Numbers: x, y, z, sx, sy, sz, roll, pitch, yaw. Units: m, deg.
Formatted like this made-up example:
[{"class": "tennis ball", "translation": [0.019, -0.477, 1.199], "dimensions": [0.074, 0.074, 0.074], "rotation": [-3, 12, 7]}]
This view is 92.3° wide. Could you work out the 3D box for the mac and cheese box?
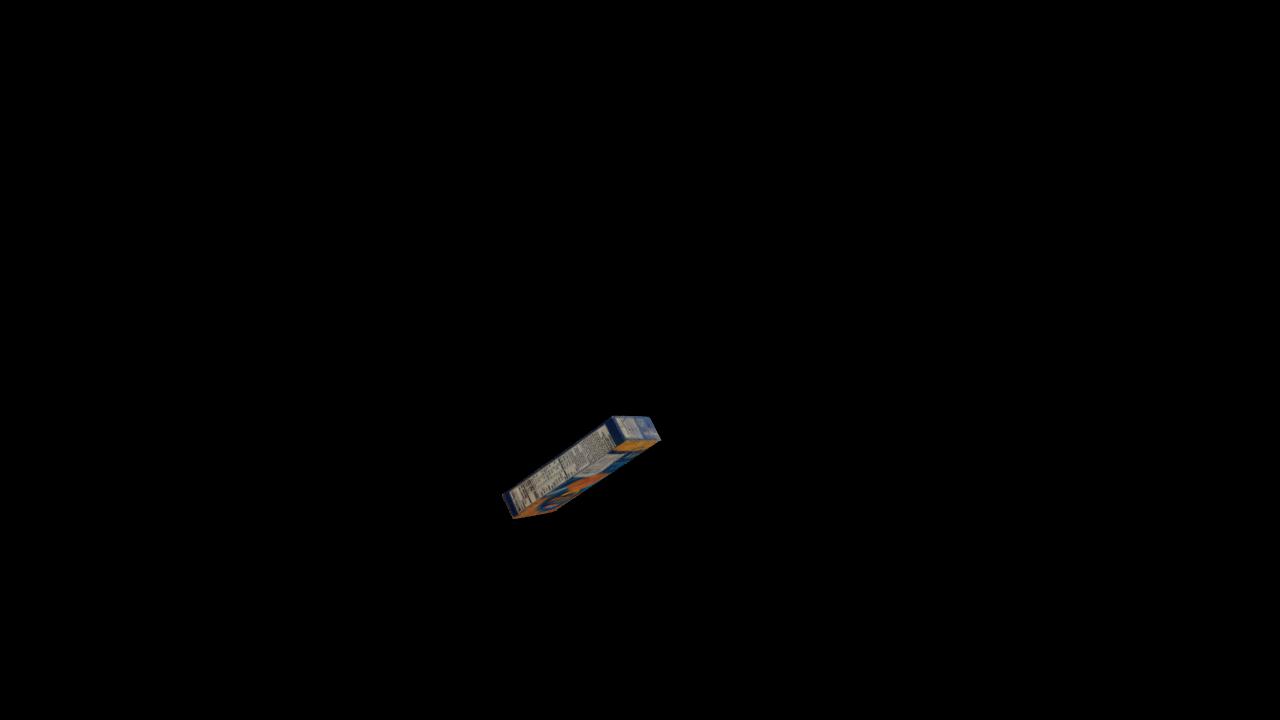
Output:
[{"class": "mac and cheese box", "translation": [-0.071, 0.131, 0.754], "dimensions": [0.184, 0.041, 0.093], "rotation": [-37, -20, 20]}]
